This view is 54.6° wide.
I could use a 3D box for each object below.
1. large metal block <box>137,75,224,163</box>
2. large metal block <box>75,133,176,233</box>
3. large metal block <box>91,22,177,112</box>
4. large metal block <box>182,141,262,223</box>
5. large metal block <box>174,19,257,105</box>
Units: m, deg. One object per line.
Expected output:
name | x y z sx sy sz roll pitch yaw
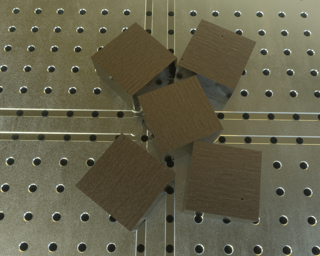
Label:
large metal block | 0.024 -0.010 0.402 0.080 0.050 0.080 -21 72 -8
large metal block | -0.038 0.067 0.372 0.080 0.050 0.080 36 74 12
large metal block | -0.034 -0.084 0.429 0.080 0.050 0.080 -42 75 -13
large metal block | 0.073 0.067 0.374 0.080 0.050 0.080 9 70 2
large metal block | 0.075 -0.091 0.431 0.080 0.050 0.080 25 72 6
